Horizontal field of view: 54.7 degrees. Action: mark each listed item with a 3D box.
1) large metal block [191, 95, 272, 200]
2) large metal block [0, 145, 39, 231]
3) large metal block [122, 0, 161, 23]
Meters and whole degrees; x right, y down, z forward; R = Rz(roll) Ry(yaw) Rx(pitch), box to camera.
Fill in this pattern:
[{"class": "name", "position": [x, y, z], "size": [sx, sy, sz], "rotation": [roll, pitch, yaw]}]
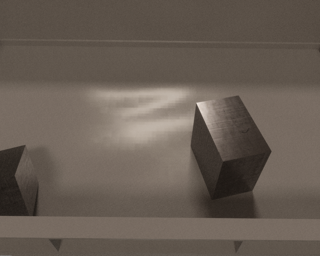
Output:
[{"class": "large metal block", "position": [0.074, 0.023, 0.351], "size": [0.050, 0.080, 0.080], "rotation": [-11, 51, -9]}, {"class": "large metal block", "position": [-0.174, 0.063, 0.311], "size": [0.081, 0.050, 0.080], "rotation": [-14, 21, -12]}, {"class": "large metal block", "position": [-0.034, -0.262, 0.592], "size": [0.050, 0.080, 0.080], "rotation": [15, 52, 12]}]
